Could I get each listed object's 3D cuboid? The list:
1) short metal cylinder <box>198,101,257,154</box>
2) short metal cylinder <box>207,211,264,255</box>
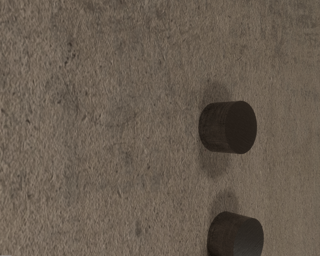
[{"bbox_3d":[0.106,-0.001,0.480,0.081,0.050,0.079,0,90,-40],"label":"short metal cylinder"},{"bbox_3d":[0.121,0.178,0.493,0.081,0.050,0.079,0,90,-40],"label":"short metal cylinder"}]
